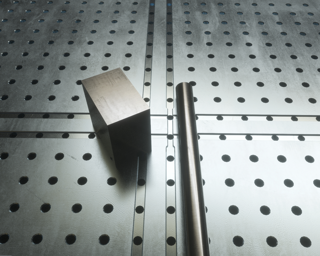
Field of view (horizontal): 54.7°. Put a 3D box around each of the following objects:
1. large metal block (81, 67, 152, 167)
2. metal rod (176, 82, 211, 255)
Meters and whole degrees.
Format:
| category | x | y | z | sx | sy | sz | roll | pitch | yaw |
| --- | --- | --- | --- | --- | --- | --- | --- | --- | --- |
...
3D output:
| category | x | y | z | sx | sy | sz | roll | pitch | yaw |
| --- | --- | --- | --- | --- | --- | --- | --- | --- | --- |
| large metal block | -0.052 | -0.013 | 0.383 | 0.050 | 0.080 | 0.080 | -23 | 54 | -18 |
| metal rod | 0.036 | 0.056 | 0.360 | 0.025 | 0.025 | 0.300 | 0 | 50 | 0 |
